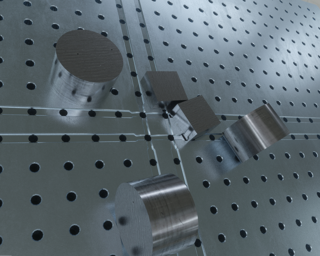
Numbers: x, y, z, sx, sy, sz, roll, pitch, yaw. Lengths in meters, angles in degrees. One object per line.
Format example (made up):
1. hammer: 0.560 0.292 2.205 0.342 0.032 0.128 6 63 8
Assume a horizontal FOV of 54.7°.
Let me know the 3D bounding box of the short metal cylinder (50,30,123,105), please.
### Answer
1. short metal cylinder: -0.093 -0.075 0.388 0.081 0.050 0.080 14 56 -21

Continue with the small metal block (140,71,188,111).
1. small metal block: 0.006 -0.054 0.444 0.050 0.025 0.050 -6 65 -31

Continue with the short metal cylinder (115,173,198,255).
1. short metal cylinder: -0.006 0.090 0.315 0.050 0.080 0.080 -7 66 -32

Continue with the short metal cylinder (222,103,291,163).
1. short metal cylinder: 0.136 0.008 0.441 0.081 0.080 0.050 -22 74 -36

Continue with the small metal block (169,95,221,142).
1. small metal block: 0.050 -0.014 0.444 0.050 0.025 0.050 -22 74 -36
